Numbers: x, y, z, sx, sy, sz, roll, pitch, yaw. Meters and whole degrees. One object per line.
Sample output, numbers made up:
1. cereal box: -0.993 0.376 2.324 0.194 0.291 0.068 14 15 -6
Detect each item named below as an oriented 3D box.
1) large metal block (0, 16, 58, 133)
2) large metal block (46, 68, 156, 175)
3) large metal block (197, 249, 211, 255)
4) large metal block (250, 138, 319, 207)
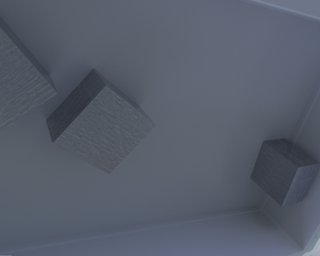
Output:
1. large metal block: -0.155 -0.047 0.279 0.080 0.050 0.080 -36 129 -4
2. large metal block: -0.067 -0.006 0.352 0.080 0.050 0.080 -47 129 4
3. large metal block: 0.085 0.308 0.632 0.080 0.050 0.080 -32 129 -8
4. large metal block: 0.212 0.074 0.535 0.050 0.080 0.079 -5 121 -26
